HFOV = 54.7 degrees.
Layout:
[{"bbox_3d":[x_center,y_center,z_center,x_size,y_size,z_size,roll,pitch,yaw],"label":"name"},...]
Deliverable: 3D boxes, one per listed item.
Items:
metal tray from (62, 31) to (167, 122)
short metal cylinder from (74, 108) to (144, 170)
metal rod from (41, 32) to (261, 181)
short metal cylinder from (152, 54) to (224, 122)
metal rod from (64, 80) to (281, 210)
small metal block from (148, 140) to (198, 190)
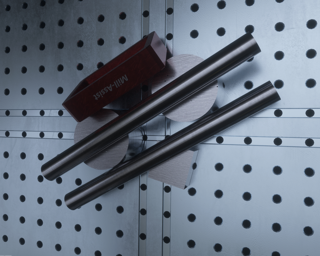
[{"bbox_3d":[-0.054,-0.067,0.395,0.130,0.090,0.030,-30,112,17],"label":"metal tray"},{"bbox_3d":[-0.068,0.014,0.422,0.080,0.050,0.079,0,90,19],"label":"short metal cylinder"},{"bbox_3d":[-0.024,-0.016,0.366,0.300,0.025,0.025,-31,80,17],"label":"metal rod"},{"bbox_3d":[0.036,-0.047,0.386,0.080,0.050,0.079,0,90,19],"label":"short metal cylinder"},{"bbox_3d":[0.002,0.030,0.383,0.300,0.025,0.025,-30,81,17],"label":"metal rod"},{"bbox_3d":[0.017,0.047,0.405,0.050,0.025,0.050,16,95,19],"label":"small metal block"}]
